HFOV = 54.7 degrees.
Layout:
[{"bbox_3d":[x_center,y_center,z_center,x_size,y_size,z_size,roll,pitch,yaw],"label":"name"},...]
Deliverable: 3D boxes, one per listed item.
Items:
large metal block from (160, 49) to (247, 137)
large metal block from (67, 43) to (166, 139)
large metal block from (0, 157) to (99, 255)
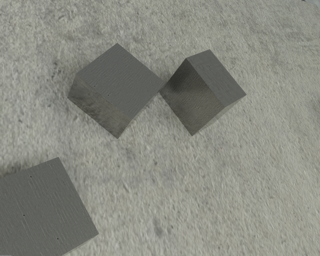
[{"bbox_3d":[0.057,-0.048,0.430,0.050,0.080,0.080,-28,78,-38],"label":"large metal block"},{"bbox_3d":[-0.053,-0.047,0.389,0.080,0.050,0.080,40,51,-2],"label":"large metal block"},{"bbox_3d":[-0.115,0.084,0.276,0.081,0.050,0.080,-22,74,-36],"label":"large metal block"}]
